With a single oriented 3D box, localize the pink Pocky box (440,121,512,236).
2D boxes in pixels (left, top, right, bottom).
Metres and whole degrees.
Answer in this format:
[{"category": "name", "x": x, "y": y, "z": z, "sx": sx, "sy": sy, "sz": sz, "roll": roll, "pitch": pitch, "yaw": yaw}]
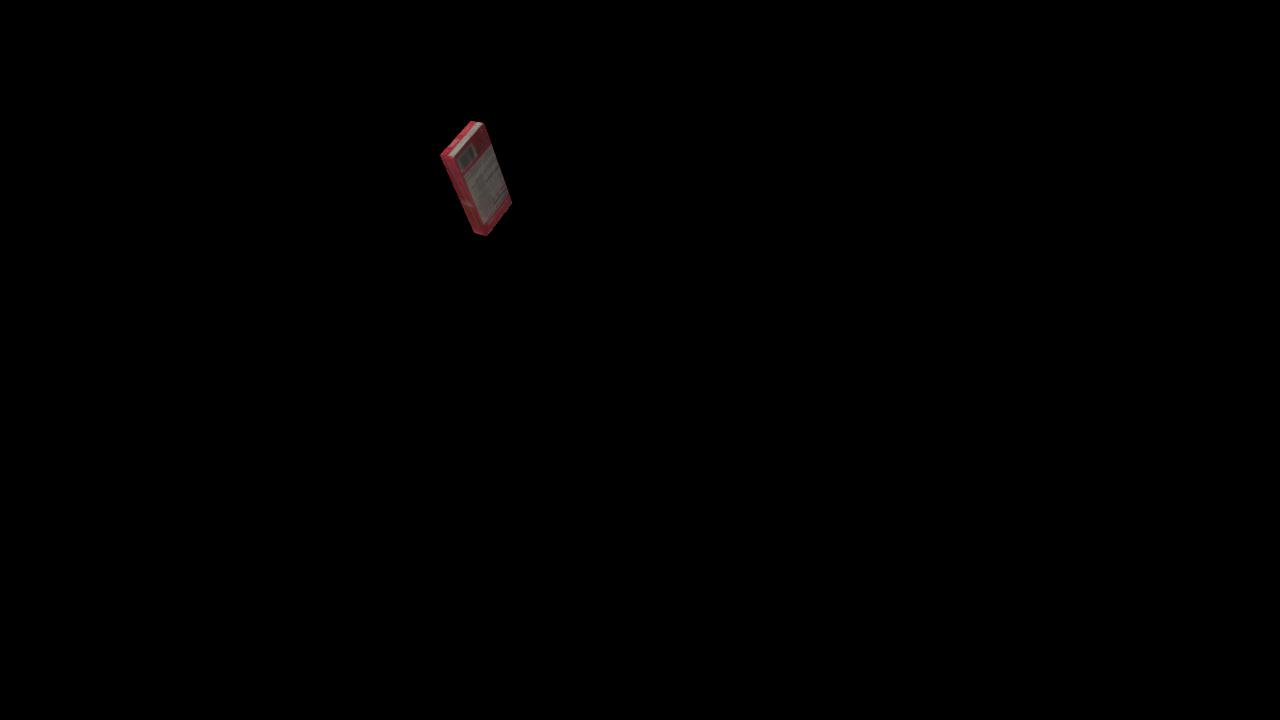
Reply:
[{"category": "pink Pocky box", "x": -0.247, "y": -0.275, "z": 0.943, "sx": 0.029, "sy": 0.084, "sz": 0.155, "roll": 18, "pitch": -30, "yaw": 18}]
